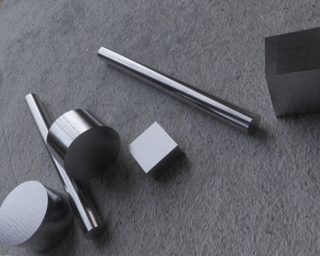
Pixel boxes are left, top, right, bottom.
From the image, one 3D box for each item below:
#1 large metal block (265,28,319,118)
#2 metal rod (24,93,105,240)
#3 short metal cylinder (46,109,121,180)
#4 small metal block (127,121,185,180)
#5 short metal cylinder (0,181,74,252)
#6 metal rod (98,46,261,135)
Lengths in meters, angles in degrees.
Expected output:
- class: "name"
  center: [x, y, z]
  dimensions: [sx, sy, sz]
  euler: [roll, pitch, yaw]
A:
- class: "large metal block"
  center: [0.157, -0.055, 0.320]
  dimensions: [0.080, 0.080, 0.050]
  euler: [-5, 60, 26]
- class: "metal rod"
  center: [-0.153, 0.037, 0.461]
  dimensions: [0.025, 0.025, 0.300]
  euler: [-41, 51, 0]
- class: "short metal cylinder"
  center: [-0.100, 0.021, 0.408]
  dimensions: [0.080, 0.080, 0.050]
  euler: [-49, 52, -6]
- class: "small metal block"
  center: [-0.006, 0.028, 0.390]
  dimensions: [0.050, 0.025, 0.050]
  euler: [-42, 51, -1]
- class: "short metal cylinder"
  center: [-0.160, 0.115, 0.401]
  dimensions: [0.080, 0.050, 0.080]
  euler: [-13, 56, 21]
- class: "metal rod"
  center: [0.005, -0.066, 0.441]
  dimensions: [0.300, 0.025, 0.025]
  euler: [31, 79, 37]
